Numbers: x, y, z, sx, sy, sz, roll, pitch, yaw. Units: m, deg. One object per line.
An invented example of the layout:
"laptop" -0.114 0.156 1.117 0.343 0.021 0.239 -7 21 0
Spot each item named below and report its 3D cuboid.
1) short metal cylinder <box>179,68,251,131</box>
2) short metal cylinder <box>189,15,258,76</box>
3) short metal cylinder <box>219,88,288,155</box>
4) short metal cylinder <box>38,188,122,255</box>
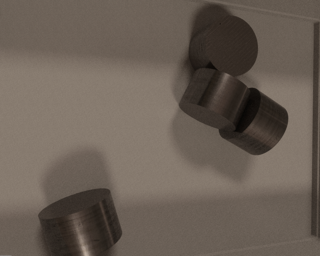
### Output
"short metal cylinder" 0.072 -0.036 0.409 0.080 0.080 0.050 29 81 -18
"short metal cylinder" 0.087 -0.108 0.431 0.081 0.050 0.079 0 90 -21
"short metal cylinder" 0.128 -0.009 0.430 0.050 0.080 0.080 29 80 -19
"short metal cylinder" -0.088 0.107 0.349 0.081 0.080 0.050 -17 96 -20
